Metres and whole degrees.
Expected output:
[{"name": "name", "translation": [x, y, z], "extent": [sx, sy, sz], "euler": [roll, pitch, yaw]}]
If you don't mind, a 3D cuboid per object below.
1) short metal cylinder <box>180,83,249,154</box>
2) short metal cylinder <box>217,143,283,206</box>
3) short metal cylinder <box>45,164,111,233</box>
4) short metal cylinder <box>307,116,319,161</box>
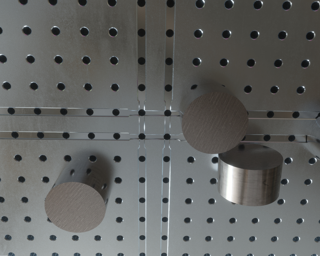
[{"name": "short metal cylinder", "translation": [0.066, -0.013, 0.396], "extent": [0.081, 0.050, 0.079], "euler": [0, 110, -1]}, {"name": "short metal cylinder", "translation": [0.117, 0.059, 0.407], "extent": [0.081, 0.080, 0.050], "euler": [-2, 110, 0]}, {"name": "short metal cylinder", "translation": [-0.113, 0.098, 0.435], "extent": [0.081, 0.050, 0.079], "euler": [0, 110, -1]}, {"name": "short metal cylinder", "translation": [0.247, 0.019, 0.411], "extent": [0.081, 0.050, 0.079], "euler": [0, 110, -1]}]
